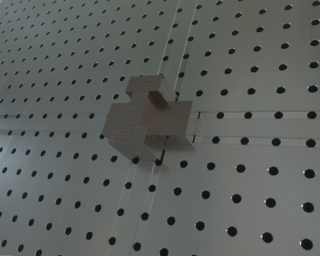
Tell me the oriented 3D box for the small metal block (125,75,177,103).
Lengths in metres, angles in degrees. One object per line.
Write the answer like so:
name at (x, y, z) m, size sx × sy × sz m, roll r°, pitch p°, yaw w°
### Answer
small metal block at (-0.011, -0.047, 0.425) m, size 0.050 × 0.050 × 0.025 m, roll 1°, pitch 62°, yaw 28°

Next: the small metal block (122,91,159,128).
small metal block at (-0.020, -0.013, 0.409) m, size 0.025 × 0.050 × 0.050 m, roll 1°, pitch 62°, yaw 28°

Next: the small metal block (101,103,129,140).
small metal block at (-0.048, -0.008, 0.436) m, size 0.050 × 0.025 × 0.050 m, roll 1°, pitch 62°, yaw 28°

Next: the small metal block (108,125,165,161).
small metal block at (-0.028, 0.020, 0.393) m, size 0.050 × 0.050 × 0.025 m, roll 1°, pitch 62°, yaw 28°

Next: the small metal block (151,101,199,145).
small metal block at (0.019, -0.007, 0.401) m, size 0.050 × 0.025 × 0.050 m, roll 1°, pitch 62°, yaw 28°
